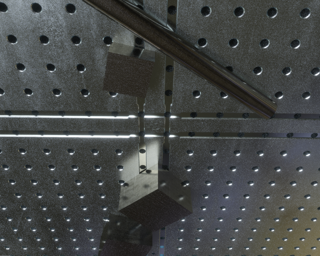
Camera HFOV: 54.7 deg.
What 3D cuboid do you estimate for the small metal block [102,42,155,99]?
[{"bbox_3d":[-0.036,-0.066,0.355,0.050,0.025,0.050,10,129,-10],"label":"small metal block"}]

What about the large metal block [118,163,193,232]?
[{"bbox_3d":[-0.006,0.112,0.491,0.080,0.050,0.080,-34,123,25],"label":"large metal block"}]

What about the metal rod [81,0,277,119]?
[{"bbox_3d":[0.016,-0.088,0.336,0.301,0.025,0.025,28,125,-23],"label":"metal rod"}]

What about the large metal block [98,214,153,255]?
[{"bbox_3d":[-0.064,0.209,0.572,0.081,0.050,0.079,14,129,-12],"label":"large metal block"}]
